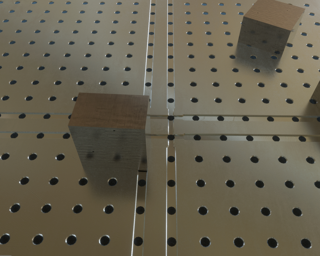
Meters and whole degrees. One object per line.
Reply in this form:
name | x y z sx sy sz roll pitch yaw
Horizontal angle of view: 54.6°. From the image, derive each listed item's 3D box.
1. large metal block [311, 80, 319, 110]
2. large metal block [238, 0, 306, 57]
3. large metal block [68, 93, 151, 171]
large metal block | 0.272 -0.037 0.424 0.080 0.050 0.080 -8 50 -6
large metal block | 0.195 -0.180 0.544 0.080 0.050 0.080 26 55 20
large metal block | -0.054 0.006 0.367 0.080 0.080 0.050 3 50 2
